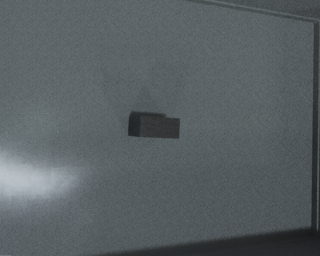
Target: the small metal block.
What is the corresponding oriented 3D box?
[{"bbox_3d":[-0.008,-0.001,0.391,0.050,0.050,0.025,3,89,-20],"label":"small metal block"}]
